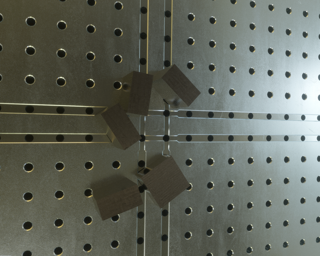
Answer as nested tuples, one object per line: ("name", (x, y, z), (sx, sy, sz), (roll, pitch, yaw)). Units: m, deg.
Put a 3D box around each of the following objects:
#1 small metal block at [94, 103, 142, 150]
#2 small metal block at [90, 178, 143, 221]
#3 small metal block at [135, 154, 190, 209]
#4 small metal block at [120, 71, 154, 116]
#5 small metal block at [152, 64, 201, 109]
("small metal block", (-0.053, -0.002, 0.381), (0.025, 0.050, 0.050), (-35, 102, -17))
("small metal block", (-0.054, 0.085, 0.380), (0.050, 0.050, 0.025), (-19, 97, -19))
("small metal block", (0.004, 0.070, 0.415), (0.050, 0.025, 0.050), (-35, 102, -17))
("small metal block", (-0.032, -0.041, 0.388), (0.025, 0.050, 0.050), (9, 87, -20))
("small metal block", (0.018, -0.053, 0.407), (0.050, 0.050, 0.025), (45, 76, -15))
